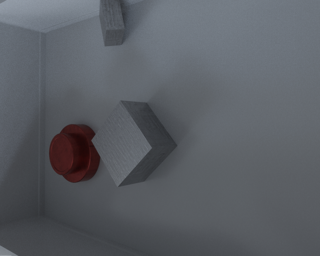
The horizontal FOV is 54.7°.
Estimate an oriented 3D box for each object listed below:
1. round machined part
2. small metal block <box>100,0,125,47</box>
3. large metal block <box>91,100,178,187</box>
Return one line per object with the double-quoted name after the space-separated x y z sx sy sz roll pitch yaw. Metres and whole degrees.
-0.147 0.042 0.514 0.098 0.042 0.097 0 90 39 "round machined part"
-0.070 -0.153 0.446 0.050 0.025 0.050 138 122 -73 "small metal block"
-0.037 0.020 0.419 0.080 0.050 0.080 -50 61 28 "large metal block"
